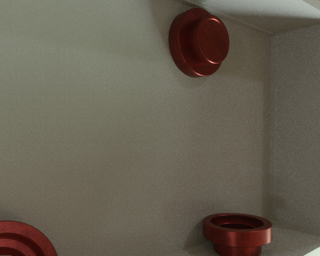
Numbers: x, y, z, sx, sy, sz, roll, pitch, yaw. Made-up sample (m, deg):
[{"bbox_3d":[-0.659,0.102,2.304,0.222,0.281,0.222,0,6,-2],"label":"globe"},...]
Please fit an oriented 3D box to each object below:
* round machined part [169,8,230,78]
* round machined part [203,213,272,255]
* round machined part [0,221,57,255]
[{"bbox_3d":[0.063,-0.124,0.448,0.099,0.042,0.097,0,90,-40],"label":"round machined part"},{"bbox_3d":[0.112,0.158,0.453,0.099,0.098,0.042,1,88,-40],"label":"round machined part"},{"bbox_3d":[-0.140,0.133,0.262,0.099,0.042,0.098,24,49,-31],"label":"round machined part"}]
